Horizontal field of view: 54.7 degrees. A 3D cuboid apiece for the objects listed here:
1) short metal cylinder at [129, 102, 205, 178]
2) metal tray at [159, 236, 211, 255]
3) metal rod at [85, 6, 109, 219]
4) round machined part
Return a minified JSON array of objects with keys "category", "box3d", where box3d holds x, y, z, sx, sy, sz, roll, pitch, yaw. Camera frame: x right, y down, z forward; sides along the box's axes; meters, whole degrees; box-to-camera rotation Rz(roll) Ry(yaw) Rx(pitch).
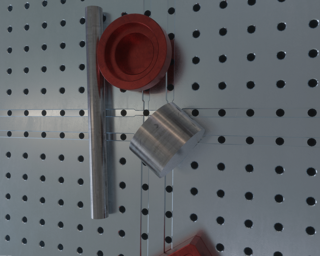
[{"category":"short metal cylinder","box3d":[0.009,0.015,0.380,0.050,0.080,0.080,42,103,15]},{"category":"metal tray","box3d":[0.018,0.213,0.403,0.130,0.030,0.090,-35,79,16]},{"category":"metal rod","box3d":[-0.090,-0.022,0.444,0.025,0.025,0.298,-2,89,20]},{"category":"round machined part","box3d":[-0.031,-0.098,0.414,0.098,0.042,0.097,0,90,20]}]
